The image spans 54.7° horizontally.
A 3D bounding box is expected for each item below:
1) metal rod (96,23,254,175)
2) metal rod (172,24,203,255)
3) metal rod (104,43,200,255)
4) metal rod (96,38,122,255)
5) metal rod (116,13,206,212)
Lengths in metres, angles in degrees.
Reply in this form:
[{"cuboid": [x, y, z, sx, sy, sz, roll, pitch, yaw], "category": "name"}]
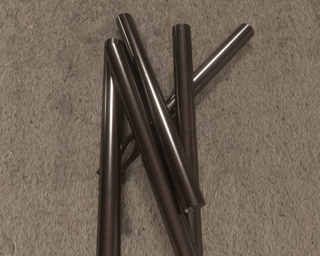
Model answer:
[{"cuboid": [0.030, -0.041, 0.423, 0.025, 0.025, 0.301, 40, 74, 13], "category": "metal rod"}, {"cuboid": [0.033, 0.011, 0.385, 0.025, 0.025, 0.299, -1, 77, -1], "category": "metal rod"}, {"cuboid": [-0.012, 0.028, 0.367, 0.025, 0.025, 0.299, -19, 72, -7], "category": "metal rod"}, {"cuboid": [-0.060, 0.009, 0.381, 0.025, 0.025, 0.299, -3, 62, -1], "category": "metal rod"}, {"cuboid": [-0.009, -0.039, 0.398, 0.025, 0.025, 0.299, -17, 62, -6], "category": "metal rod"}]
